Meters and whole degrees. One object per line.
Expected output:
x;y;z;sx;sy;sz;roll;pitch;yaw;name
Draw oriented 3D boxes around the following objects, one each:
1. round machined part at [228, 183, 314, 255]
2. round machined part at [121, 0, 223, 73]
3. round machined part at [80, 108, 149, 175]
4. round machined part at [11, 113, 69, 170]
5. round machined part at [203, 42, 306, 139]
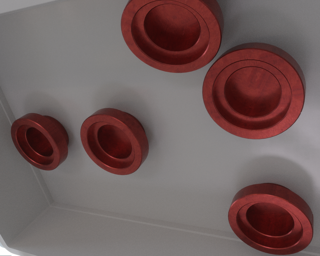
0.140;0.109;0.391;0.098;0.042;0.097;13;124;21;round machined part
0.014;-0.105;0.310;0.098;0.042;0.098;10;146;7;round machined part
-0.059;0.015;0.438;0.098;0.042;0.097;13;124;21;round machined part
-0.191;0.018;0.510;0.098;0.042;0.097;13;124;21;round machined part
0.098;-0.040;0.321;0.098;0.042;0.097;13;124;21;round machined part
